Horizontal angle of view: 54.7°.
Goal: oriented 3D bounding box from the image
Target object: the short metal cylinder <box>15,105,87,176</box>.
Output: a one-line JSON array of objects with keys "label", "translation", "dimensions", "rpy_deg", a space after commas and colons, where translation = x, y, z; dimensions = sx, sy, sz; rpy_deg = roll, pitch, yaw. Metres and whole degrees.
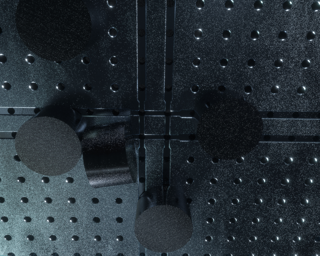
[{"label": "short metal cylinder", "translation": [-0.138, 0.015, 0.404], "dimensions": [0.081, 0.050, 0.079], "rpy_deg": [0, 110, -1]}]

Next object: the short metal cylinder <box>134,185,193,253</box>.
[{"label": "short metal cylinder", "translation": [0.005, 0.131, 0.449], "dimensions": [0.081, 0.050, 0.079], "rpy_deg": [0, 110, -1]}]

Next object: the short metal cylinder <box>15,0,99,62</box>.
[{"label": "short metal cylinder", "translation": [-0.114, -0.120, 0.354], "dimensions": [0.081, 0.050, 0.079], "rpy_deg": [0, 110, -1]}]

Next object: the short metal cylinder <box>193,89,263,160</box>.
[{"label": "short metal cylinder", "translation": [0.085, -0.006, 0.399], "dimensions": [0.081, 0.050, 0.079], "rpy_deg": [0, 110, -1]}]

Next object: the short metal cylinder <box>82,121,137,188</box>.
[{"label": "short metal cylinder", "translation": [-0.062, 0.034, 0.396], "dimensions": [0.050, 0.080, 0.079], "rpy_deg": [-8, 110, 3]}]
